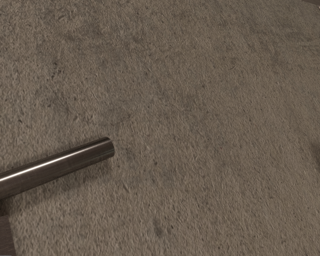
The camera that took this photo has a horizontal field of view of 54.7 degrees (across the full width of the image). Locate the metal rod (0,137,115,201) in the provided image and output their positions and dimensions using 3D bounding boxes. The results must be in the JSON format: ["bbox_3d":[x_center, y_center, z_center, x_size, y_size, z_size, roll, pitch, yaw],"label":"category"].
[{"bbox_3d":[-0.174,0.065,0.270,0.302,0.025,0.025,-20,73,-36],"label":"metal rod"}]

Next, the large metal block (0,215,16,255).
[{"bbox_3d":[-0.151,0.122,0.232,0.081,0.050,0.080,-10,67,-33],"label":"large metal block"}]
